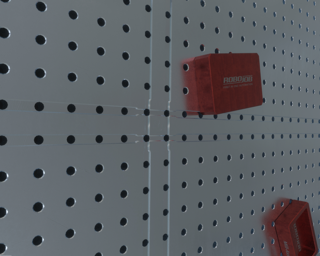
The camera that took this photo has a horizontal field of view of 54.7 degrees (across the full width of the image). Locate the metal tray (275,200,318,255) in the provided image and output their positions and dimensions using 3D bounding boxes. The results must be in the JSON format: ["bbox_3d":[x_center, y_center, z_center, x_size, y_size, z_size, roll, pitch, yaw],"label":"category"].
[{"bbox_3d":[0.287,0.229,0.647,0.091,0.030,0.129,-29,108,-36],"label":"metal tray"}]

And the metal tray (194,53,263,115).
[{"bbox_3d":[0.115,-0.074,0.502,0.131,0.030,0.089,-12,98,-39],"label":"metal tray"}]
